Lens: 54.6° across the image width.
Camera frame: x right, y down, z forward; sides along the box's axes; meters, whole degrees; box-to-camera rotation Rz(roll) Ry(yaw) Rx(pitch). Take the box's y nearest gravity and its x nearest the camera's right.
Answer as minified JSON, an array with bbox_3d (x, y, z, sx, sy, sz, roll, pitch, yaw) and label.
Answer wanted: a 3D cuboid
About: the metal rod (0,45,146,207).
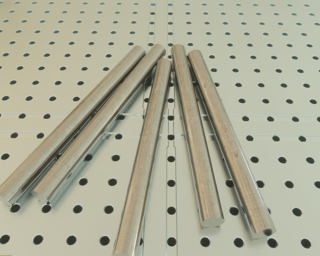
[{"bbox_3d":[-0.103,-0.023,0.426,0.025,0.025,0.301,22,53,17],"label":"metal rod"}]

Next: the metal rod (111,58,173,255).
[{"bbox_3d":[-0.014,0.013,0.397,0.025,0.025,0.300,6,50,5],"label":"metal rod"}]

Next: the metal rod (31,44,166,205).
[{"bbox_3d":[-0.067,-0.026,0.430,0.025,0.025,0.301,20,53,16],"label":"metal rod"}]

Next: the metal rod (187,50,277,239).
[{"bbox_3d":[0.082,-0.005,0.412,0.025,0.025,0.300,-7,50,-6],"label":"metal rod"}]

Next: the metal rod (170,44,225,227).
[{"bbox_3d":[0.043,-0.015,0.421,0.025,0.025,0.300,-4,50,-3],"label":"metal rod"}]
